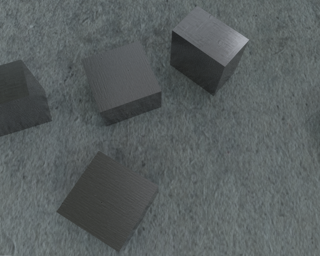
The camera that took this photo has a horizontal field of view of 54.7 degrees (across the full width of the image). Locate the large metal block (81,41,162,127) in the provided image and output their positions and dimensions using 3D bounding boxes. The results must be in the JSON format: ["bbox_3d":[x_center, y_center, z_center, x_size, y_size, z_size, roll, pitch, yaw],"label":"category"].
[{"bbox_3d":[-0.050,-0.059,0.416,0.080,0.050,0.080,-20,72,-8],"label":"large metal block"}]

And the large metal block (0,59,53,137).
[{"bbox_3d":[-0.193,-0.033,0.389,0.081,0.080,0.050,-18,71,-7],"label":"large metal block"}]

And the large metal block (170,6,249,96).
[{"bbox_3d":[0.062,-0.101,0.416,0.080,0.080,0.050,38,74,12],"label":"large metal block"}]

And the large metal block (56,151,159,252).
[{"bbox_3d":[-0.057,0.086,0.363,0.080,0.050,0.080,29,72,10],"label":"large metal block"}]
